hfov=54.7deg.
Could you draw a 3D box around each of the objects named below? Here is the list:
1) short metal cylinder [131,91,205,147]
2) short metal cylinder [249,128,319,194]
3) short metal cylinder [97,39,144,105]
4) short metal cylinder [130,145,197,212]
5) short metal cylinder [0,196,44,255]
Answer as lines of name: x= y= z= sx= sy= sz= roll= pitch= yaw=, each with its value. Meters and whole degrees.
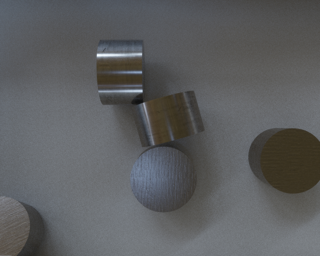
short metal cylinder: x=0.010 y=-0.011 z=0.384 sx=0.080 sy=0.080 sz=0.050 roll=-15 pitch=90 yaw=0
short metal cylinder: x=0.162 y=0.040 z=0.401 sx=0.081 sy=0.050 sz=0.079 roll=0 pitch=90 yaw=-1
short metal cylinder: x=-0.045 y=-0.068 z=0.383 sx=0.050 sy=0.080 sz=0.079 roll=0 pitch=90 yaw=0
short metal cylinder: x=0.004 y=0.062 z=0.399 sx=0.081 sy=0.050 sz=0.079 roll=0 pitch=90 yaw=-1
short metal cylinder: x=-0.193 y=0.129 z=0.383 sx=0.081 sy=0.050 sz=0.080 roll=1 pitch=67 yaw=-1
